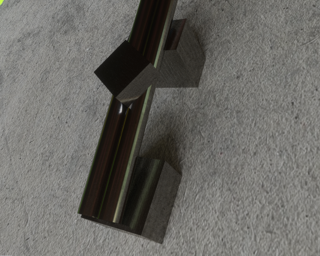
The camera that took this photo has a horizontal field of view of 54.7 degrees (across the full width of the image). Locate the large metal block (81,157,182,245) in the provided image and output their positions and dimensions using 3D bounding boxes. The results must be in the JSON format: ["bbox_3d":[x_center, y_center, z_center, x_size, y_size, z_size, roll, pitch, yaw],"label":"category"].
[{"bbox_3d":[-0.031,0.078,0.356,0.080,0.050,0.080,5,64,30],"label":"large metal block"}]

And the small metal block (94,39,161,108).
[{"bbox_3d":[-0.036,-0.059,0.335,0.050,0.025,0.050,-45,56,4],"label":"small metal block"}]

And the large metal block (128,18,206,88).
[{"bbox_3d":[0.008,-0.098,0.426,0.080,0.080,0.050,3,64,30],"label":"large metal block"}]

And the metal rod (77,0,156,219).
[{"bbox_3d":[-0.040,-0.049,0.362,0.025,0.025,0.299,3,70,29],"label":"metal rod"}]

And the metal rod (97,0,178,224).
[{"bbox_3d":[-0.017,-0.047,0.350,0.025,0.025,0.299,3,70,29],"label":"metal rod"}]
